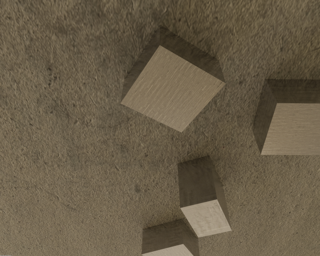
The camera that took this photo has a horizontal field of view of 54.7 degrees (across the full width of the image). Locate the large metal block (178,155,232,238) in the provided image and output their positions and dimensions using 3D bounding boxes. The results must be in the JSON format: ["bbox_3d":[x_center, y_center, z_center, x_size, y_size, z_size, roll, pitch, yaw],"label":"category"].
[{"bbox_3d":[0.065,0.101,0.458,0.050,0.080,0.080,-17,128,14],"label":"large metal block"}]

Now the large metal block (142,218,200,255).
[{"bbox_3d":[0.021,0.222,0.580,0.080,0.050,0.080,-21,127,16],"label":"large metal block"}]

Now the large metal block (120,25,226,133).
[{"bbox_3d":[0.013,-0.052,0.346,0.080,0.050,0.080,25,126,-20],"label":"large metal block"}]

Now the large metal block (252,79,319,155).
[{"bbox_3d":[0.167,-0.013,0.382,0.081,0.050,0.079,0,130,-1],"label":"large metal block"}]
